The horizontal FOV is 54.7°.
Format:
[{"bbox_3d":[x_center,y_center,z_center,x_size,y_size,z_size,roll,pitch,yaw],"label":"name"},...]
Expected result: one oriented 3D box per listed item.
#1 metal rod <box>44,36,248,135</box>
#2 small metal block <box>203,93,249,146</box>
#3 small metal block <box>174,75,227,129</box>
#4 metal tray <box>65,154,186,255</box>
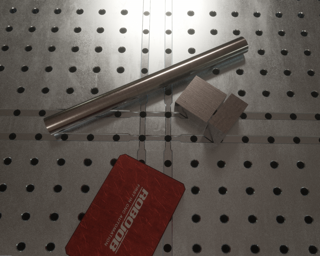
[{"bbox_3d":[-0.012,-0.062,0.434,0.302,0.025,0.025,-24,72,-9],"label":"metal rod"},{"bbox_3d":[0.084,-0.010,0.403,0.025,0.050,0.050,37,74,12],"label":"small metal block"},{"bbox_3d":[0.055,-0.036,0.425,0.050,0.025,0.050,35,73,11],"label":"small metal block"},{"bbox_3d":[-0.038,0.108,0.369,0.090,0.030,0.130,26,72,9],"label":"metal tray"}]
